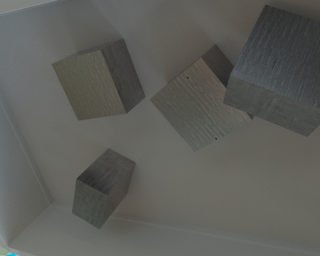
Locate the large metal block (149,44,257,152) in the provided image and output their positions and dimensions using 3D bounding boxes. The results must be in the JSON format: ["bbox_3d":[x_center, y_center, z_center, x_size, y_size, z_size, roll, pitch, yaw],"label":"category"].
[{"bbox_3d":[0.050,-0.032,0.346,0.080,0.050,0.080,49,129,-7],"label":"large metal block"}]

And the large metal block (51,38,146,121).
[{"bbox_3d":[-0.077,-0.060,0.396,0.080,0.050,0.080,-6,116,31],"label":"large metal block"}]

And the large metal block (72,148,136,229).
[{"bbox_3d":[-0.086,0.092,0.475,0.050,0.080,0.079,27,128,11],"label":"large metal block"}]

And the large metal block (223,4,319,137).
[{"bbox_3d":[0.112,-0.050,0.274,0.080,0.080,0.050,24,161,13],"label":"large metal block"}]
